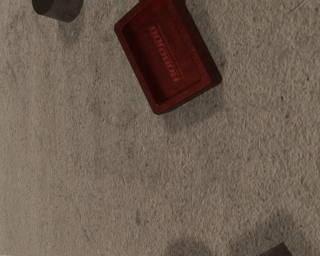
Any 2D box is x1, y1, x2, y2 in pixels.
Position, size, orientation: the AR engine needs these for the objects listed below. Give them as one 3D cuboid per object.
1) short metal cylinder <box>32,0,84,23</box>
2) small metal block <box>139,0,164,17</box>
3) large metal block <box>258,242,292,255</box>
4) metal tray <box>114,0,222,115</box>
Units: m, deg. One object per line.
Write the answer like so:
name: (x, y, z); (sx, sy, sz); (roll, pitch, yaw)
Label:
short metal cylinder: (-0.176, -0.228, 0.530); (0.080, 0.050, 0.079); (0, 90, 39)
small metal block: (-0.002, -0.177, 0.404); (0.050, 0.025, 0.050); (-36, 68, 34)
large metal block: (0.105, 0.172, 0.301); (0.080, 0.050, 0.080); (-46, 63, 30)
metal tray: (0.006, -0.092, 0.377); (0.090, 0.030, 0.129); (-29, 84, 36)
